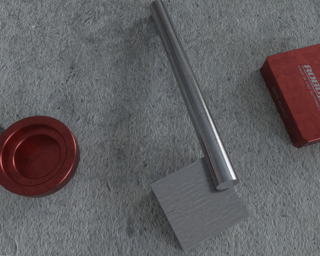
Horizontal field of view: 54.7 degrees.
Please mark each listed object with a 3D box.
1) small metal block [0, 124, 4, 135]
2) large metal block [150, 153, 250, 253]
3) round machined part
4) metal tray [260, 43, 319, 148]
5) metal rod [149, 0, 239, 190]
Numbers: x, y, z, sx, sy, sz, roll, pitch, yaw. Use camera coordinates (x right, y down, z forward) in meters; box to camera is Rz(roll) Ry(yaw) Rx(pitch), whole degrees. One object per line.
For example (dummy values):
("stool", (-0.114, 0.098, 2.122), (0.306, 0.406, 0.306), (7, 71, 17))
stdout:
("small metal block", (-0.230, -0.009, 0.397), (0.050, 0.050, 0.025), (41, 75, 13))
("large metal block", (0.043, 0.087, 0.363), (0.080, 0.050, 0.080), (-26, 72, -9))
("round machined part", (-0.149, 0.037, 0.384), (0.099, 0.042, 0.098), (0, 70, 0))
("metal tray", (0.206, -0.046, 0.424), (0.091, 0.030, 0.130), (-15, 71, -6))
("metal rod", (0.033, -0.064, 0.401), (0.025, 0.025, 0.299), (-14, 59, -5))
